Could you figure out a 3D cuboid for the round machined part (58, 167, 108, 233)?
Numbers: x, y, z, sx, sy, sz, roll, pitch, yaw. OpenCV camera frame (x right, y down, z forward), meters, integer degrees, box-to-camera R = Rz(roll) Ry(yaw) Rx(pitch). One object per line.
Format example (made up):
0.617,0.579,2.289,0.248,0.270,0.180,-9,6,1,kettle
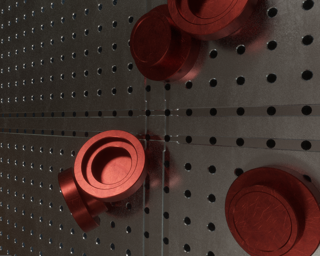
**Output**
-0.111,0.102,0.465,0.042,0.098,0.098,-26,69,-10,round machined part

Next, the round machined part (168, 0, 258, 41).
0.061,-0.144,0.341,0.098,0.042,0.097,-3,85,32,round machined part

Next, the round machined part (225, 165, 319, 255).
0.108,0.088,0.308,0.098,0.042,0.097,0,90,39,round machined part

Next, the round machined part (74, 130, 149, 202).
-0.064,0.055,0.427,0.098,0.042,0.098,-5,59,8,round machined part

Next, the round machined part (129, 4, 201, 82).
-0.001,-0.109,0.397,0.098,0.042,0.097,0,90,39,round machined part
